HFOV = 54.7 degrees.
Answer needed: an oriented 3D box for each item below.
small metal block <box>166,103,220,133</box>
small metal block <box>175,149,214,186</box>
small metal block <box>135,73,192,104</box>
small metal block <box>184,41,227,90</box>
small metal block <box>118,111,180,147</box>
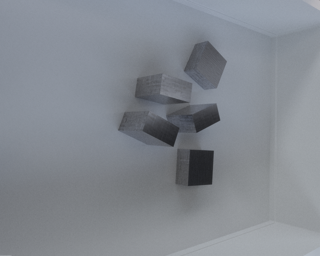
[{"bbox_3d":[0.046,-0.014,0.429,0.050,0.050,0.025,-25,106,-37],"label":"small metal block"},{"bbox_3d":[0.051,0.056,0.449,0.050,0.025,0.050,6,86,-40],"label":"small metal block"},{"bbox_3d":[0.004,-0.048,0.394,0.050,0.050,0.025,11,83,-40],"label":"small metal block"},{"bbox_3d":[0.069,-0.093,0.464,0.050,0.025,0.050,36,68,-34],"label":"small metal block"},{"bbox_3d":[-0.014,0.001,0.379,0.050,0.050,0.025,29,72,-36],"label":"small metal block"}]
